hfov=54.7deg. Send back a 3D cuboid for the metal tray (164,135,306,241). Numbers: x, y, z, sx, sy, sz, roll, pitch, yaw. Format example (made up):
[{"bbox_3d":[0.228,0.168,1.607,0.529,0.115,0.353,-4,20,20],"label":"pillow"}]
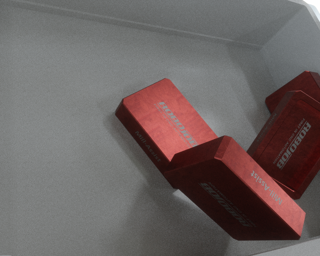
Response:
[{"bbox_3d":[0.079,0.071,0.335,0.130,0.090,0.030,44,53,-14],"label":"metal tray"}]

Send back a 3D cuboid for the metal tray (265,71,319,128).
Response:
[{"bbox_3d":[0.240,-0.016,0.503,0.030,0.090,0.130,-1,62,-39],"label":"metal tray"}]

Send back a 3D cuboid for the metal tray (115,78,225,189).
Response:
[{"bbox_3d":[0.015,0.003,0.410,0.091,0.030,0.130,-33,80,-38],"label":"metal tray"}]

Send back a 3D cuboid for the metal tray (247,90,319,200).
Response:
[{"bbox_3d":[0.188,0.023,0.437,0.090,0.030,0.130,32,93,-4],"label":"metal tray"}]
